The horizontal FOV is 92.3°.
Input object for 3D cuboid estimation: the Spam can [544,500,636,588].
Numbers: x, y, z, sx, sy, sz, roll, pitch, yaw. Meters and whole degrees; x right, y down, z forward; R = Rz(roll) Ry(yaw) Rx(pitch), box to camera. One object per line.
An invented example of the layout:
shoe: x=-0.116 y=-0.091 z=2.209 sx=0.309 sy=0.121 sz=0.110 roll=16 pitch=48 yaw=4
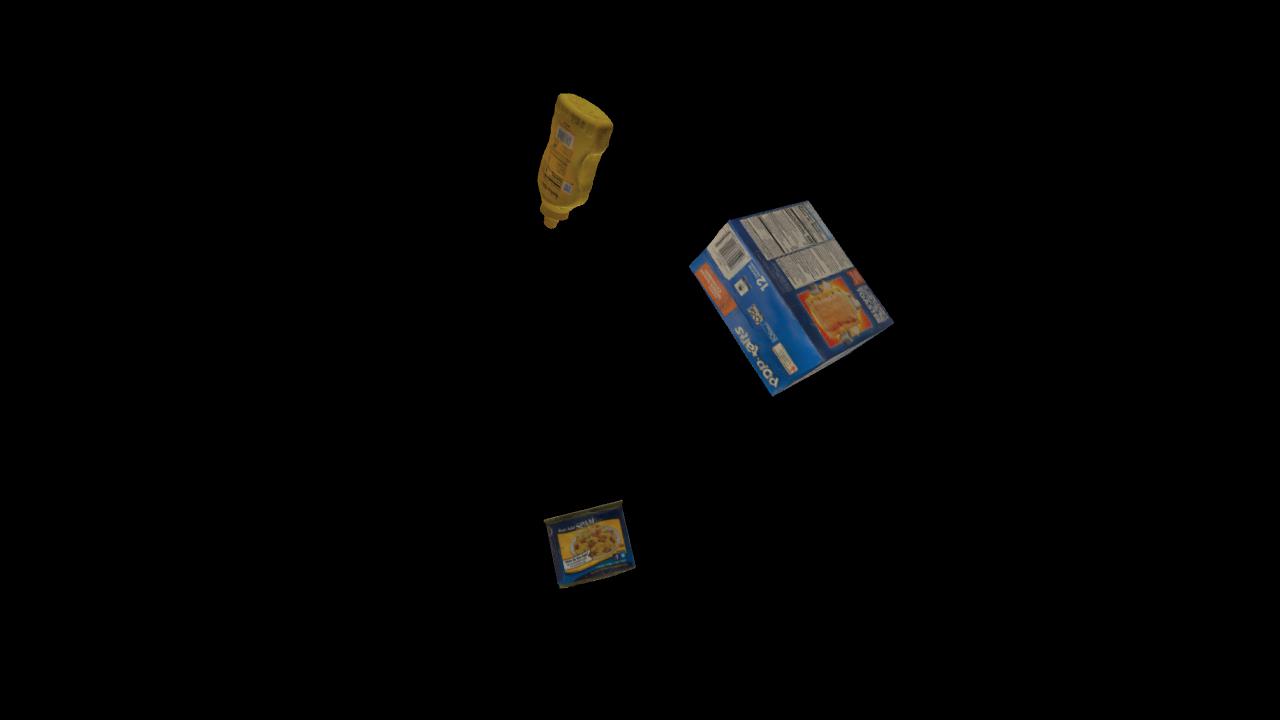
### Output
Spam can: x=-0.061 y=0.228 z=0.767 sx=0.101 sy=0.085 sz=0.058 roll=-13 pitch=-12 yaw=-5

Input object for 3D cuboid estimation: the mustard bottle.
mustard bottle: x=-0.102 y=-0.263 z=0.856 sx=0.092 sy=0.184 sz=0.054 roll=40 pitch=39 yaw=17

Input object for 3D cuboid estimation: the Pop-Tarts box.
Pop-Tarts box: x=0.160 y=-0.069 z=0.652 sx=0.141 sy=0.167 sz=0.083 roll=-23 pitch=-13 yaw=-38
